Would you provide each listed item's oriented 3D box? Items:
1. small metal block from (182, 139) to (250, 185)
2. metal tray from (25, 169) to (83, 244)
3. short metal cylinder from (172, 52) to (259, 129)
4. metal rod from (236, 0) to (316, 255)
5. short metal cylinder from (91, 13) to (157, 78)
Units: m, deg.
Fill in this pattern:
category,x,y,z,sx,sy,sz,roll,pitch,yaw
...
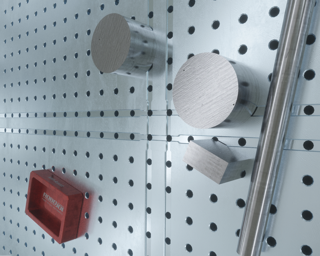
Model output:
category,x,y,z,sx,sy,sz,roll,pitch,yaw
small metal block,0.062,0.035,0.342,0.050,0.050,0.025,31,110,35
metal tray,-0.198,0.140,0.569,0.130,0.030,0.089,19,102,38
short metal cylinder,0.061,-0.039,0.343,0.080,0.050,0.080,0,90,40
metal rod,0.118,-0.012,0.312,0.025,0.025,0.298,15,100,39
short metal cylinder,-0.052,-0.114,0.436,0.080,0.050,0.080,0,90,40
